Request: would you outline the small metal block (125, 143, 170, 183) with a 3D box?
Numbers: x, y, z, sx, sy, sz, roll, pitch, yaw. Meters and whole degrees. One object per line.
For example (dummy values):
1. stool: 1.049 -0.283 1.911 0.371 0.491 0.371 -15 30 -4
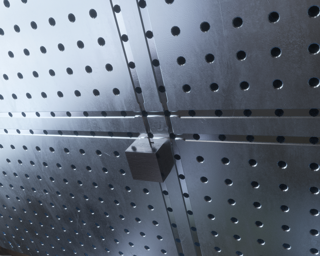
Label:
1. small metal block: -0.018 0.050 0.452 0.050 0.025 0.050 1 119 28
